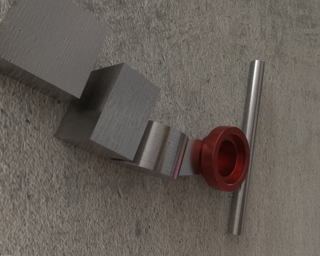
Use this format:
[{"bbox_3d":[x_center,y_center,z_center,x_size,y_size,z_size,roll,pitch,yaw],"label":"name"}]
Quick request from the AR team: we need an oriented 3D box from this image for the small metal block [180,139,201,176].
[{"bbox_3d":[0.030,0.040,0.433,0.050,0.025,0.050,5,87,-40],"label":"small metal block"}]

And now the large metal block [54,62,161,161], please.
[{"bbox_3d":[-0.056,-0.015,0.324,0.050,0.080,0.080,33,69,-36],"label":"large metal block"}]

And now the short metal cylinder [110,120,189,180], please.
[{"bbox_3d":[-0.012,0.026,0.361,0.080,0.080,0.050,27,73,-37],"label":"short metal cylinder"}]

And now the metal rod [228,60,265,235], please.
[{"bbox_3d":[0.150,0.029,0.533,0.025,0.025,0.299,16,80,-39],"label":"metal rod"}]

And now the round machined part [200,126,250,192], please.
[{"bbox_3d":[0.093,0.045,0.471,0.099,0.042,0.097,-1,92,-44],"label":"round machined part"}]

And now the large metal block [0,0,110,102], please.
[{"bbox_3d":[-0.108,-0.080,0.299,0.080,0.050,0.080,30,71,-36],"label":"large metal block"}]
